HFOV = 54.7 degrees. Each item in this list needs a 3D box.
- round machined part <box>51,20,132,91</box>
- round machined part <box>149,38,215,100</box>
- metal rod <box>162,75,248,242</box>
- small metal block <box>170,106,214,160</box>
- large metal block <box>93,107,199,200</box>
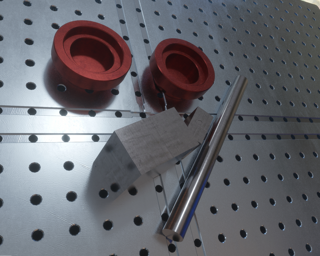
[{"bbox_3d":[-0.090,-0.089,0.403,0.099,0.042,0.098,14,56,-21],"label":"round machined part"},{"bbox_3d":[0.029,-0.083,0.463,0.099,0.042,0.098,14,56,-21],"label":"round machined part"},{"bbox_3d":[0.076,0.019,0.436,0.025,0.025,0.301,36,51,-5],"label":"metal rod"},{"bbox_3d":[0.040,0.007,0.409,0.025,0.050,0.050,35,51,-6],"label":"small metal block"},{"bbox_3d":[-0.017,0.029,0.346,0.081,0.080,0.050,-24,75,-36],"label":"large metal block"}]
